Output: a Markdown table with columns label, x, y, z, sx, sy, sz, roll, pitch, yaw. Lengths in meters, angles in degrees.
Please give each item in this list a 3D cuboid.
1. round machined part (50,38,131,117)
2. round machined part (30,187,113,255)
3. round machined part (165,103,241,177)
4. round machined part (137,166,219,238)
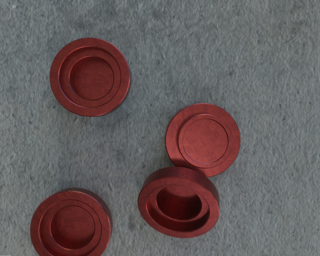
| label | x | y | z | sx | sy | sz | roll | pitch | yaw |
| --- | --- | --- | --- | --- | --- | --- | --- | --- | --- |
| round machined part | -0.086 | -0.063 | 0.400 | 0.099 | 0.042 | 0.097 | 0 | 90 | -1 |
| round machined part | -0.110 | 0.125 | 0.400 | 0.099 | 0.042 | 0.097 | 0 | 90 | -1 |
| round machined part | 0.056 | 0.016 | 0.402 | 0.099 | 0.042 | 0.097 | 0 | 90 | -1 |
| round machined part | 0.025 | 0.087 | 0.388 | 0.098 | 0.042 | 0.097 | 5 | 120 | 10 |
